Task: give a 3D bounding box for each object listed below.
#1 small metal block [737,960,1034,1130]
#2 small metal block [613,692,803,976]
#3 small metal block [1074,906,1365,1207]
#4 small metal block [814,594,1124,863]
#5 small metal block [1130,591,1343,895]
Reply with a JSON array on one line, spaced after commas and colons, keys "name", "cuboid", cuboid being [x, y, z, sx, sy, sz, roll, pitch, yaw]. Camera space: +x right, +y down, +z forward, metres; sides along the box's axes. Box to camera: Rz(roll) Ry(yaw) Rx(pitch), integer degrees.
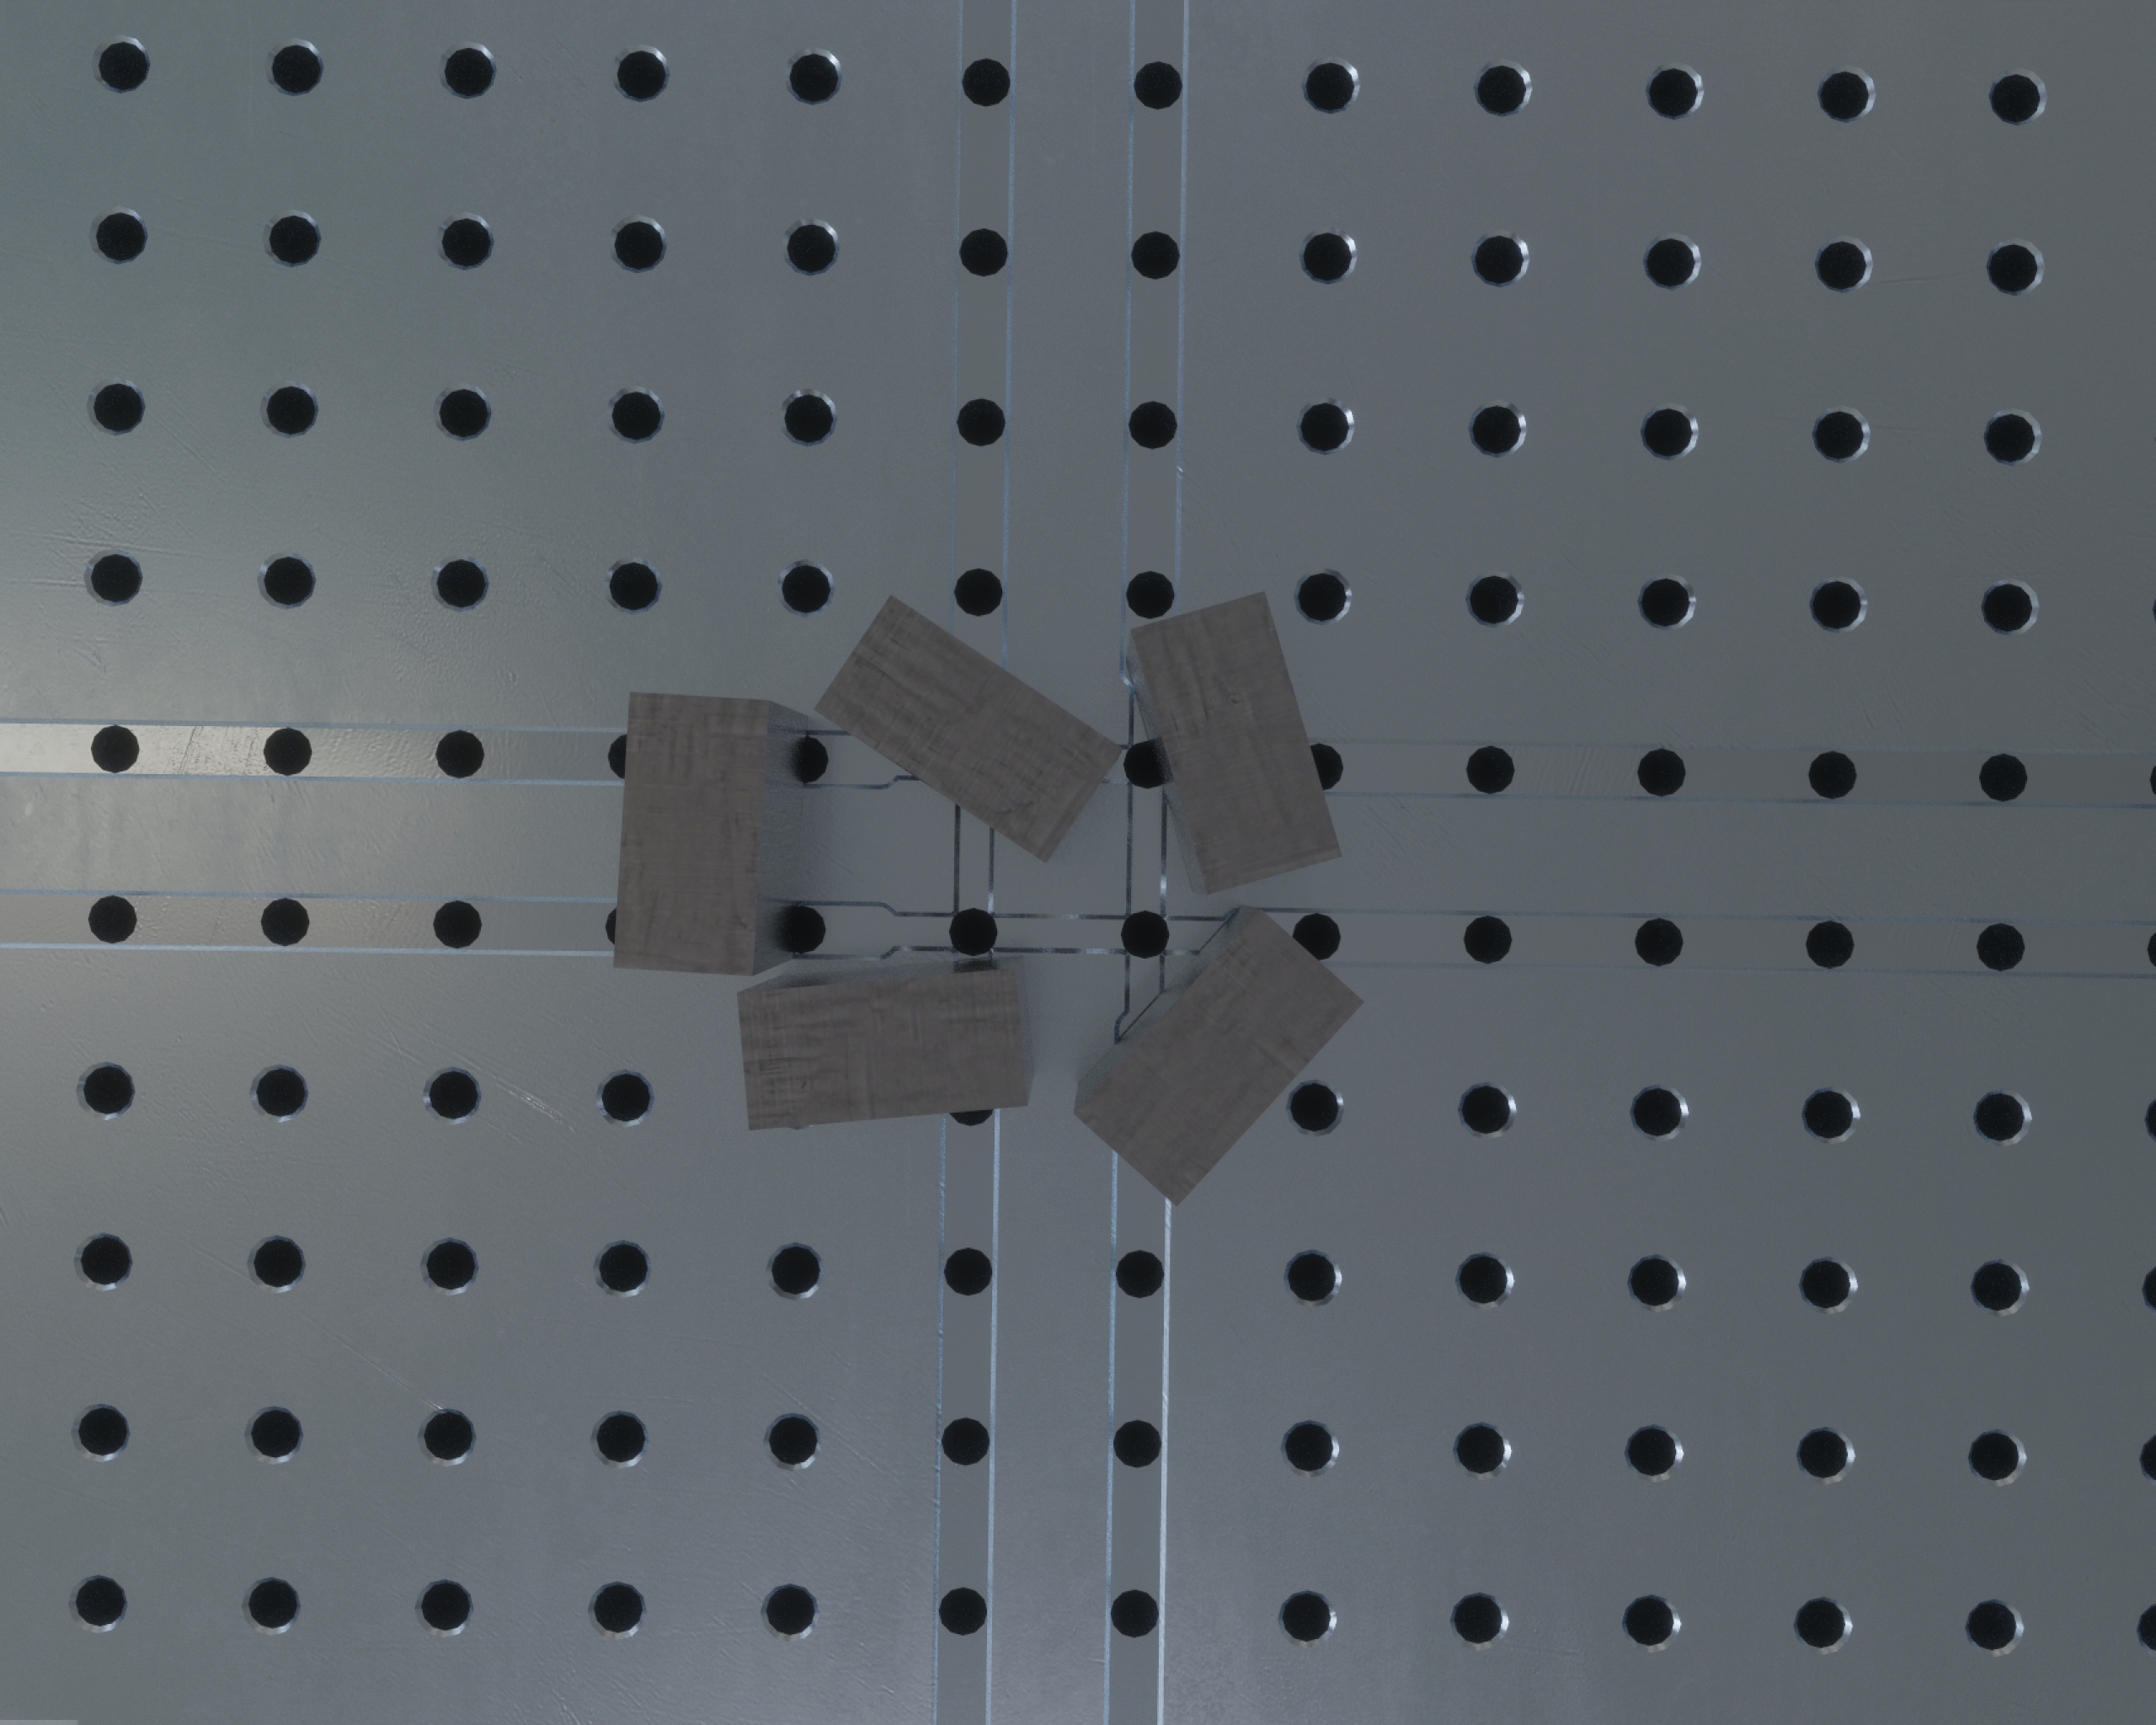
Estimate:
[{"name": "small metal block", "cuboid": [-0.035, 0.034, 0.400, 0.050, 0.050, 0.025, -5, 90, 0]}, {"name": "small metal block", "cuboid": [-0.069, -0.005, 0.400, 0.025, 0.050, 0.050, 4, 91, 0]}, {"name": "small metal block", "cuboid": [0.026, 0.035, 0.400, 0.025, 0.050, 0.050, 42, 90, 1]}, {"name": "small metal block", "cuboid": [-0.020, -0.025, 0.401, 0.050, 0.050, 0.025, 34, 91, -1]}, {"name": "small metal block", "cuboid": [0.029, -0.021, 0.400, 0.025, 0.050, 0.050, -16, 89, 0]}]
